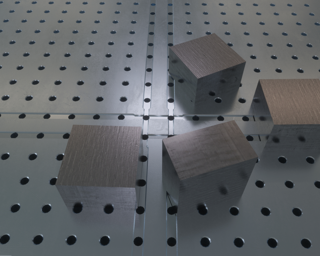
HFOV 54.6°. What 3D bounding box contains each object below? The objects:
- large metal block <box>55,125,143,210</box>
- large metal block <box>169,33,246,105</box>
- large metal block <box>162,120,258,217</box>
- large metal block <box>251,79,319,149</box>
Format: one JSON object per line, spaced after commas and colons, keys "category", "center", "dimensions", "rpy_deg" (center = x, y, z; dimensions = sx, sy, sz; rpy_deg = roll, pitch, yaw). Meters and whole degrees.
{"category": "large metal block", "center": [-0.063, 0.044, 0.355], "dimensions": [0.080, 0.050, 0.080], "rpy_deg": [2, 50, 1]}
{"category": "large metal block", "center": [0.068, -0.091, 0.469], "dimensions": [0.081, 0.050, 0.080], "rpy_deg": [-22, 53, -17]}
{"category": "large metal block", "center": [0.049, 0.045, 0.335], "dimensions": [0.081, 0.080, 0.050], "rpy_deg": [-15, 52, -12]}
{"category": "large metal block", "center": [0.174, -0.019, 0.409], "dimensions": [0.080, 0.050, 0.080], "rpy_deg": [-1, 50, -1]}
